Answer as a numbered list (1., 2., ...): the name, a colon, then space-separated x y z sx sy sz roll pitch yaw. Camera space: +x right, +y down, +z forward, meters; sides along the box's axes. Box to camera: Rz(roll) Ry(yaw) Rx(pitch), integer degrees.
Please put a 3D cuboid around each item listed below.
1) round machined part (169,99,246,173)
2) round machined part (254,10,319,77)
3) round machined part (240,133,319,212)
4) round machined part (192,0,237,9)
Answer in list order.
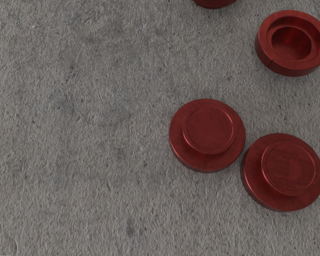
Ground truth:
1. round machined part: 0.061 0.006 0.397 0.099 0.042 0.098 0 70 0
2. round machined part: 0.184 -0.115 0.442 0.099 0.042 0.098 0 70 0
3. round machined part: 0.153 0.052 0.381 0.099 0.042 0.098 0 70 0
4. round machined part: 0.083 -0.226 0.482 0.099 0.042 0.098 0 70 0
